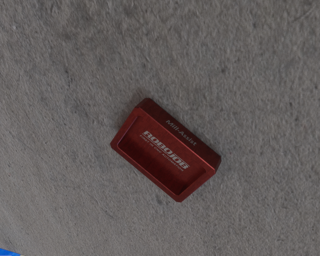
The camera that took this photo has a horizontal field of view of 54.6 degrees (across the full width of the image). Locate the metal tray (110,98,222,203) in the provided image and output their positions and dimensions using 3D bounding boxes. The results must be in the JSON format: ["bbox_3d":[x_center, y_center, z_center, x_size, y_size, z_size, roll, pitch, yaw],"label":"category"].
[{"bbox_3d":[0.005,0.033,0.421,0.130,0.030,0.090,40,129,1],"label":"metal tray"}]
